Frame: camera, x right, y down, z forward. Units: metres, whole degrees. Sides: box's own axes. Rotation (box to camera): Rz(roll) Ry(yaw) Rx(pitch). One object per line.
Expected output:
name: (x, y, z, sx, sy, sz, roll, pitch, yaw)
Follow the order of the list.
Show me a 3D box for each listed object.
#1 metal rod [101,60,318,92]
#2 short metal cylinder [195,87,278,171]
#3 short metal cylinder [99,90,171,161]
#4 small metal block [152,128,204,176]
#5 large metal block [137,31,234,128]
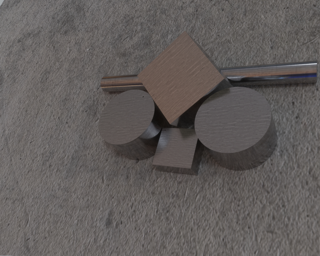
metal rod: (0.046, -0.067, 0.422, 0.300, 0.025, 0.025, 1, 62, 28)
short metal cylinder: (0.085, 0.001, 0.344, 0.080, 0.050, 0.080, -13, 56, 21)
short metal cylinder: (-0.033, -0.004, 0.408, 0.080, 0.050, 0.080, -13, 56, 21)
small metal block: (0.024, 0.028, 0.376, 0.050, 0.025, 0.050, 2, 63, 29)
large metal block: (0.032, -0.057, 0.384, 0.080, 0.050, 0.080, -41, 66, 17)
